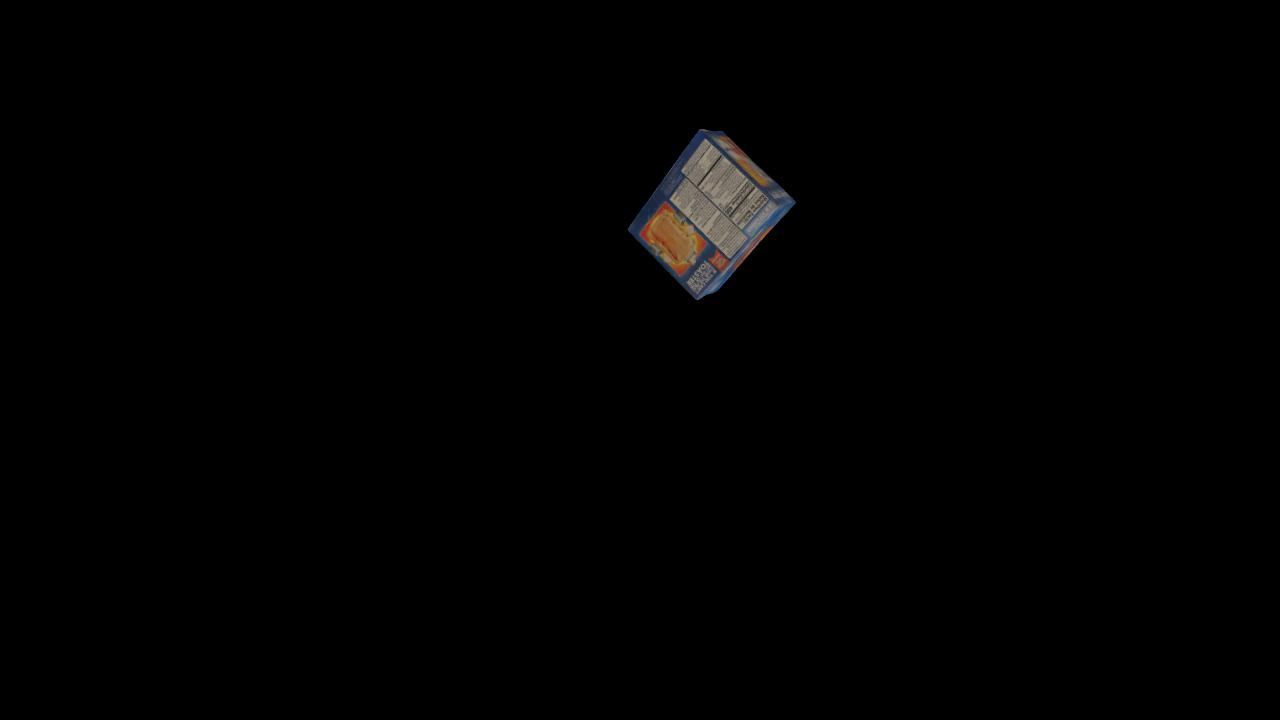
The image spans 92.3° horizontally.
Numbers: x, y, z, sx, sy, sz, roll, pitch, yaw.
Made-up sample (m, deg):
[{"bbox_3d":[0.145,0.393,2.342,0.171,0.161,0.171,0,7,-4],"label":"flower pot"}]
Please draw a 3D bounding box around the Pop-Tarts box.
[{"bbox_3d":[0.092,-0.191,0.815,0.167,0.141,0.083,-49,-10,34],"label":"Pop-Tarts box"}]
